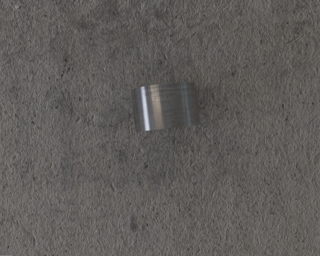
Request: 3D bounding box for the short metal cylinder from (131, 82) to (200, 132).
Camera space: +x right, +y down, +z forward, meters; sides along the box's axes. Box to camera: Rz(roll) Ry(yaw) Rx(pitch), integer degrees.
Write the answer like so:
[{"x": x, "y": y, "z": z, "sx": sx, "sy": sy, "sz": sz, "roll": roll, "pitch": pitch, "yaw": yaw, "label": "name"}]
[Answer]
[{"x": 0.007, "y": -0.025, "z": 0.383, "sx": 0.080, "sy": 0.080, "sz": 0.050, "roll": -6, "pitch": 90, "yaw": 0, "label": "short metal cylinder"}]
